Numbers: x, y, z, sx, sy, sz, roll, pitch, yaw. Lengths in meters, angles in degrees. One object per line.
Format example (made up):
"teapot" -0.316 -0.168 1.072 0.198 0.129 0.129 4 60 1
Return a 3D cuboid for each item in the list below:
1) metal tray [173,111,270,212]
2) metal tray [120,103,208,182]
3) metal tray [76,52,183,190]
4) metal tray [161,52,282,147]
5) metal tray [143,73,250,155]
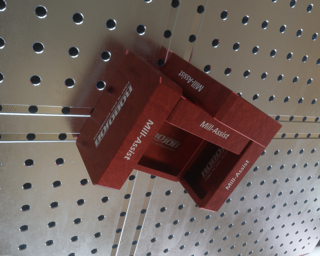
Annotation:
"metal tray" 0.081 0.040 0.436 0.030 0.090 0.129 24 105 -37
"metal tray" -0.002 0.017 0.416 0.131 0.030 0.090 24 106 -37
"metal tray" -0.040 -0.009 0.340 0.030 0.090 0.129 24 105 -37
"metal tray" 0.065 -0.035 0.355 0.090 0.130 0.030 24 105 -37
"metal tray" 0.043 -0.019 0.379 0.131 0.090 0.030 23 106 -37
